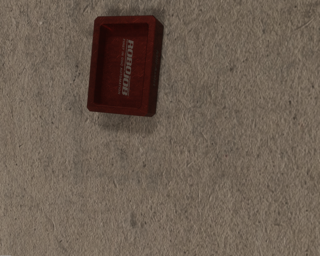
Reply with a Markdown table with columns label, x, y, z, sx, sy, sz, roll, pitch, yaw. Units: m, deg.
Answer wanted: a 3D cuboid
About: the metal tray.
| label | x | y | z | sx | sy | sz | roll | pitch | yaw |
| --- | --- | --- | --- | --- | --- | --- | --- | --- | --- |
| metal tray | -0.048 | -0.083 | 0.422 | 0.090 | 0.030 | 0.129 | 6 | 92 | 19 |
